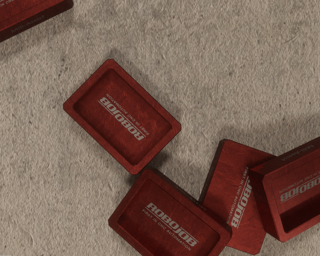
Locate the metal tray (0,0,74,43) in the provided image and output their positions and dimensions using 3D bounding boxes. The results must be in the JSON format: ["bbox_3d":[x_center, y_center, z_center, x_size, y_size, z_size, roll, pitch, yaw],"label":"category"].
[{"bbox_3d":[-0.193,-0.176,0.404,0.131,0.030,0.090,-26,90,-1],"label":"metal tray"}]

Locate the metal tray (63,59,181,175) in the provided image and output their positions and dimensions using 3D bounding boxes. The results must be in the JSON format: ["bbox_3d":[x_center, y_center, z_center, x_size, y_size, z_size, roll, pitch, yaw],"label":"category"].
[{"bbox_3d":[-0.048,-0.014,0.406,0.130,0.030,0.090,44,90,-1],"label":"metal tray"}]

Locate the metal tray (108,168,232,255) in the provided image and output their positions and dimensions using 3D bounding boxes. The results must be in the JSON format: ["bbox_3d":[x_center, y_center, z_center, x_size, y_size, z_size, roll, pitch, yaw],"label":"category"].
[{"bbox_3d":[0.011,0.122,0.385,0.130,0.030,0.090,36,94,16],"label":"metal tray"}]

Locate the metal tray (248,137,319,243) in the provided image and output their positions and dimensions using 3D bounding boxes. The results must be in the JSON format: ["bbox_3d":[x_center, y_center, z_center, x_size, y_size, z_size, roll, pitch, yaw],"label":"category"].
[{"bbox_3d":[0.182,0.071,0.385,0.131,0.030,0.090,-22,102,-15],"label":"metal tray"}]

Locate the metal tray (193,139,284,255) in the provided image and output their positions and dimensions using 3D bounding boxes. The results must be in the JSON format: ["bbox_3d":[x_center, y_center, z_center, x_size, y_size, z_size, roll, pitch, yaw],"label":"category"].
[{"bbox_3d":[0.104,0.089,0.409,0.090,0.030,0.129,20,90,-1],"label":"metal tray"}]
